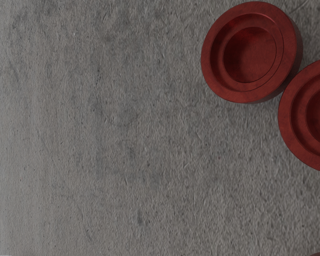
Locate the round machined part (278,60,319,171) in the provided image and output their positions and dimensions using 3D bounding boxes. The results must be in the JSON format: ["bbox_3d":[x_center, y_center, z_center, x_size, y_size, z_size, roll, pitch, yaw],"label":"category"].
[{"bbox_3d":[0.157,-0.011,0.264,0.098,0.042,0.097,0,90,40],"label":"round machined part"}]

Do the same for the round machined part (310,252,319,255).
[{"bbox_3d":[0.160,0.153,0.262,0.098,0.042,0.097,0,90,40],"label":"round machined part"}]

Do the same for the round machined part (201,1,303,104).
[{"bbox_3d":[0.094,-0.073,0.316,0.098,0.042,0.097,0,90,40],"label":"round machined part"}]
